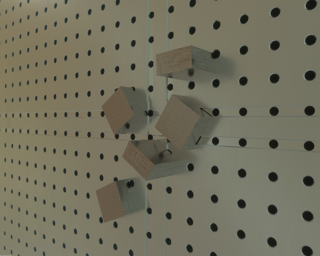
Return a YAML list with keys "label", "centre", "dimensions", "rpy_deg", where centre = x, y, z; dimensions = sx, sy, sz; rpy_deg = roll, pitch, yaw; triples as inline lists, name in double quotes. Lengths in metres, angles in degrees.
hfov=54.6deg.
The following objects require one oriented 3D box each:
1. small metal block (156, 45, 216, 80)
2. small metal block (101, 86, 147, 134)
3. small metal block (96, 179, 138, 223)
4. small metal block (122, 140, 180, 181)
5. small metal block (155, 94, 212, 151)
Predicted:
- label: "small metal block"
  centre: [0.031, -0.076, 0.368]
  dimensions: [0.050, 0.050, 0.025]
  rpy_deg: [-4, 88, 40]
- label: "small metal block"
  centre: [-0.054, -0.025, 0.455]
  dimensions: [0.050, 0.025, 0.050]
  rpy_deg: [-41, 65, 32]
- label: "small metal block"
  centre: [-0.066, 0.109, 0.465]
  dimensions: [0.050, 0.025, 0.050]
  rpy_deg: [-30, 71, 36]
- label: "small metal block"
  centre: [-0.012, 0.040, 0.404]
  dimensions: [0.050, 0.050, 0.025]
  rpy_deg: [39, 114, 33]
- label: "small metal block"
  centre: [0.028, -0.007, 0.387]
  dimensions: [0.050, 0.025, 0.050]
  rpy_deg: [42, 115, 32]
